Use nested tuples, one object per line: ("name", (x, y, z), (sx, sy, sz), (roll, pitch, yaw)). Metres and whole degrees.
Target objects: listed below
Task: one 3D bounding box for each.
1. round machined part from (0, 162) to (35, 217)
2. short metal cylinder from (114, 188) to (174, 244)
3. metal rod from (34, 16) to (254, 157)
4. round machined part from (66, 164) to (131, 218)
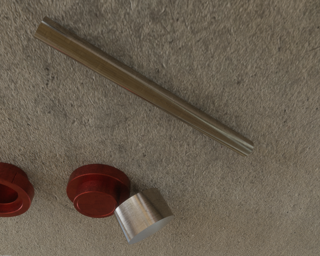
("round machined part", (-0.241, 0.089, 0.469), (0.099, 0.042, 0.097), (-1, 130, 0))
("short metal cylinder", (-0.025, 0.137, 0.482), (0.080, 0.050, 0.080), (-27, 155, -14))
("metal rod", (-0.001, -0.038, 0.375), (0.301, 0.025, 0.025), (28, 124, -23))
("round machined part", (-0.097, 0.104, 0.484), (0.099, 0.042, 0.097), (-1, 130, 0))
